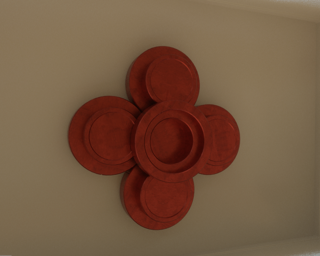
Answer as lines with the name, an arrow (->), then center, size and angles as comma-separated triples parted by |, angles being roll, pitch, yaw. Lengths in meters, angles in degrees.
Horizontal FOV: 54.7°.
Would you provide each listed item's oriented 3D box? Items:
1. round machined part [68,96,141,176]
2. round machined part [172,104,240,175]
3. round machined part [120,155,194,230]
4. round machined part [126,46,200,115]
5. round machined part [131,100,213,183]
round machined part -> -0.060, 0.009, 0.377 | 0.099, 0.042, 0.097 | 0, 90, -20
round machined part -> 0.069, 0.016, 0.424 | 0.099, 0.042, 0.097 | 0, 90, -20
round machined part -> 0.001, 0.083, 0.400 | 0.099, 0.042, 0.097 | 1, 88, -21
round machined part -> 0.008, -0.058, 0.401 | 0.099, 0.042, 0.097 | 0, 90, -20
round machined part -> 0.011, 0.016, 0.381 | 0.099, 0.042, 0.097 | 0, 90, -20
